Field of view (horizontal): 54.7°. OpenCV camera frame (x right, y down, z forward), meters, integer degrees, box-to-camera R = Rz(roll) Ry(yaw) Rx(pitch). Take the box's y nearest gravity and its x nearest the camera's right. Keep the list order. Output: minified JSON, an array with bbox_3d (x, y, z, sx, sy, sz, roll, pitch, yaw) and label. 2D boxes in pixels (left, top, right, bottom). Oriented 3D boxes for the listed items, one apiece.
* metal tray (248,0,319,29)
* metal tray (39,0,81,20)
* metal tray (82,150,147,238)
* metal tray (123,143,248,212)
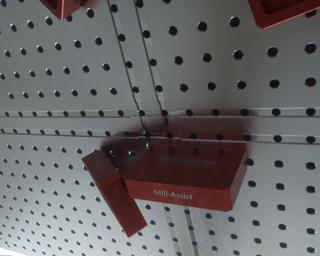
[{"bbox_3d":[0.105,-0.160,0.252,0.090,0.030,0.129,-15,111,33],"label":"metal tray"},{"bbox_3d":[-0.142,-0.194,0.336,0.130,0.030,0.090,44,156,-3],"label":"metal tray"},{"bbox_3d":[-0.070,0.090,0.450,0.130,0.030,0.090,23,140,64],"label":"metal tray"},{"bbox_3d":[0.033,0.055,0.383,0.130,0.090,0.030,1,116,27],"label":"metal tray"}]
